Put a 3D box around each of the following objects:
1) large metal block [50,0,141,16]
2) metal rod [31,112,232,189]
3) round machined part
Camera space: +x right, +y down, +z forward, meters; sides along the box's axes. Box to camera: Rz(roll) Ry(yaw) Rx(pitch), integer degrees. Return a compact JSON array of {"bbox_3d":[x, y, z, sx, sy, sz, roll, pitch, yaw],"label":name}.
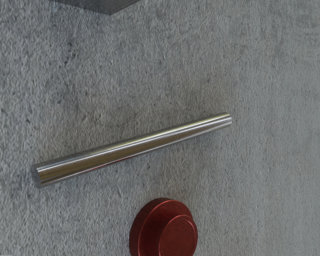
[{"bbox_3d":[-0.064,-0.159,0.316,0.081,0.080,0.050,-1,91,-40],"label":"large metal block"},{"bbox_3d":[-0.009,0.017,0.399,0.302,0.025,0.025,-15,100,-39],"label":"metal rod"},{"bbox_3d":[0.012,0.144,0.406,0.099,0.042,0.097,0,90,-40],"label":"round machined part"}]
